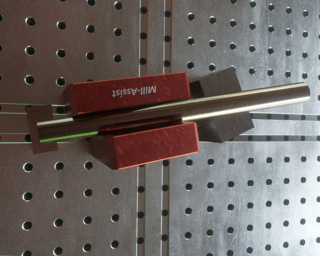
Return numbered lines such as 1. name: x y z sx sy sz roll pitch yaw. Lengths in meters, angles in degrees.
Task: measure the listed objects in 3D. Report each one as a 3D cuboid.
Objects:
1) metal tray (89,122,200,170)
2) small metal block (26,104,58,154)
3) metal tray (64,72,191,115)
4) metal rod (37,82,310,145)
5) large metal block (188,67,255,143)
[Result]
1. metal tray: -0.025 0.015 0.348 0.091 0.130 0.030 -10 94 -20
2. small metal block: -0.133 0.001 0.350 0.025 0.050 0.050 -9 93 -20
3. metal tray: -0.042 -0.039 0.362 0.131 0.090 0.030 -10 95 -20
4. metal rod: 0.025 -0.019 0.343 0.302 0.025 0.025 -9 94 -11
5. large metal block: 0.067 -0.028 0.408 0.050 0.080 0.080 -24 98 -19
